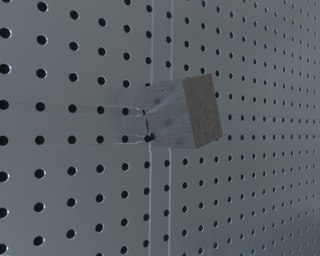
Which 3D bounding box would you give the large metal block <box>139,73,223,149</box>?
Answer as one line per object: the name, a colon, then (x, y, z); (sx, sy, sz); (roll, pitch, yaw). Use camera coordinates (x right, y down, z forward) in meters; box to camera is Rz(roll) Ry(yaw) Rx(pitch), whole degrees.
large metal block: (0.026, -0.021, 0.394); (0.050, 0.080, 0.080); (-21, 104, -38)
